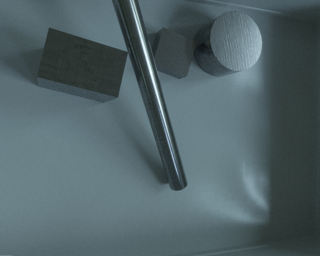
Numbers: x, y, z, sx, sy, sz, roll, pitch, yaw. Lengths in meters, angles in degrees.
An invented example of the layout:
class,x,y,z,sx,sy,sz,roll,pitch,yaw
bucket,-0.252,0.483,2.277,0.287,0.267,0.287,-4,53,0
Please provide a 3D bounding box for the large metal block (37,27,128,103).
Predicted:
class,x,y,z,sx,sy,sz,roll,pitch,yaw
large metal block,-0.089,-0.065,0.349,0.081,0.080,0.050,13,86,-20

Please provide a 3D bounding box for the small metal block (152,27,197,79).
class,x,y,z,sx,sy,sz,roll,pitch,yaw
small metal block,0.016,-0.100,0.417,0.050,0.025,0.050,18,84,-20

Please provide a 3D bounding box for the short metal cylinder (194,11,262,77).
class,x,y,z,sx,sy,sz,roll,pitch,yaw
short metal cylinder,0.093,-0.115,0.433,0.081,0.050,0.079,0,90,-21

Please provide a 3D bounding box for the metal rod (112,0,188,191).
class,x,y,z,sx,sy,sz,roll,pitch,yaw
metal rod,-0.012,-0.049,0.352,0.025,0.025,0.298,-27,120,-18
